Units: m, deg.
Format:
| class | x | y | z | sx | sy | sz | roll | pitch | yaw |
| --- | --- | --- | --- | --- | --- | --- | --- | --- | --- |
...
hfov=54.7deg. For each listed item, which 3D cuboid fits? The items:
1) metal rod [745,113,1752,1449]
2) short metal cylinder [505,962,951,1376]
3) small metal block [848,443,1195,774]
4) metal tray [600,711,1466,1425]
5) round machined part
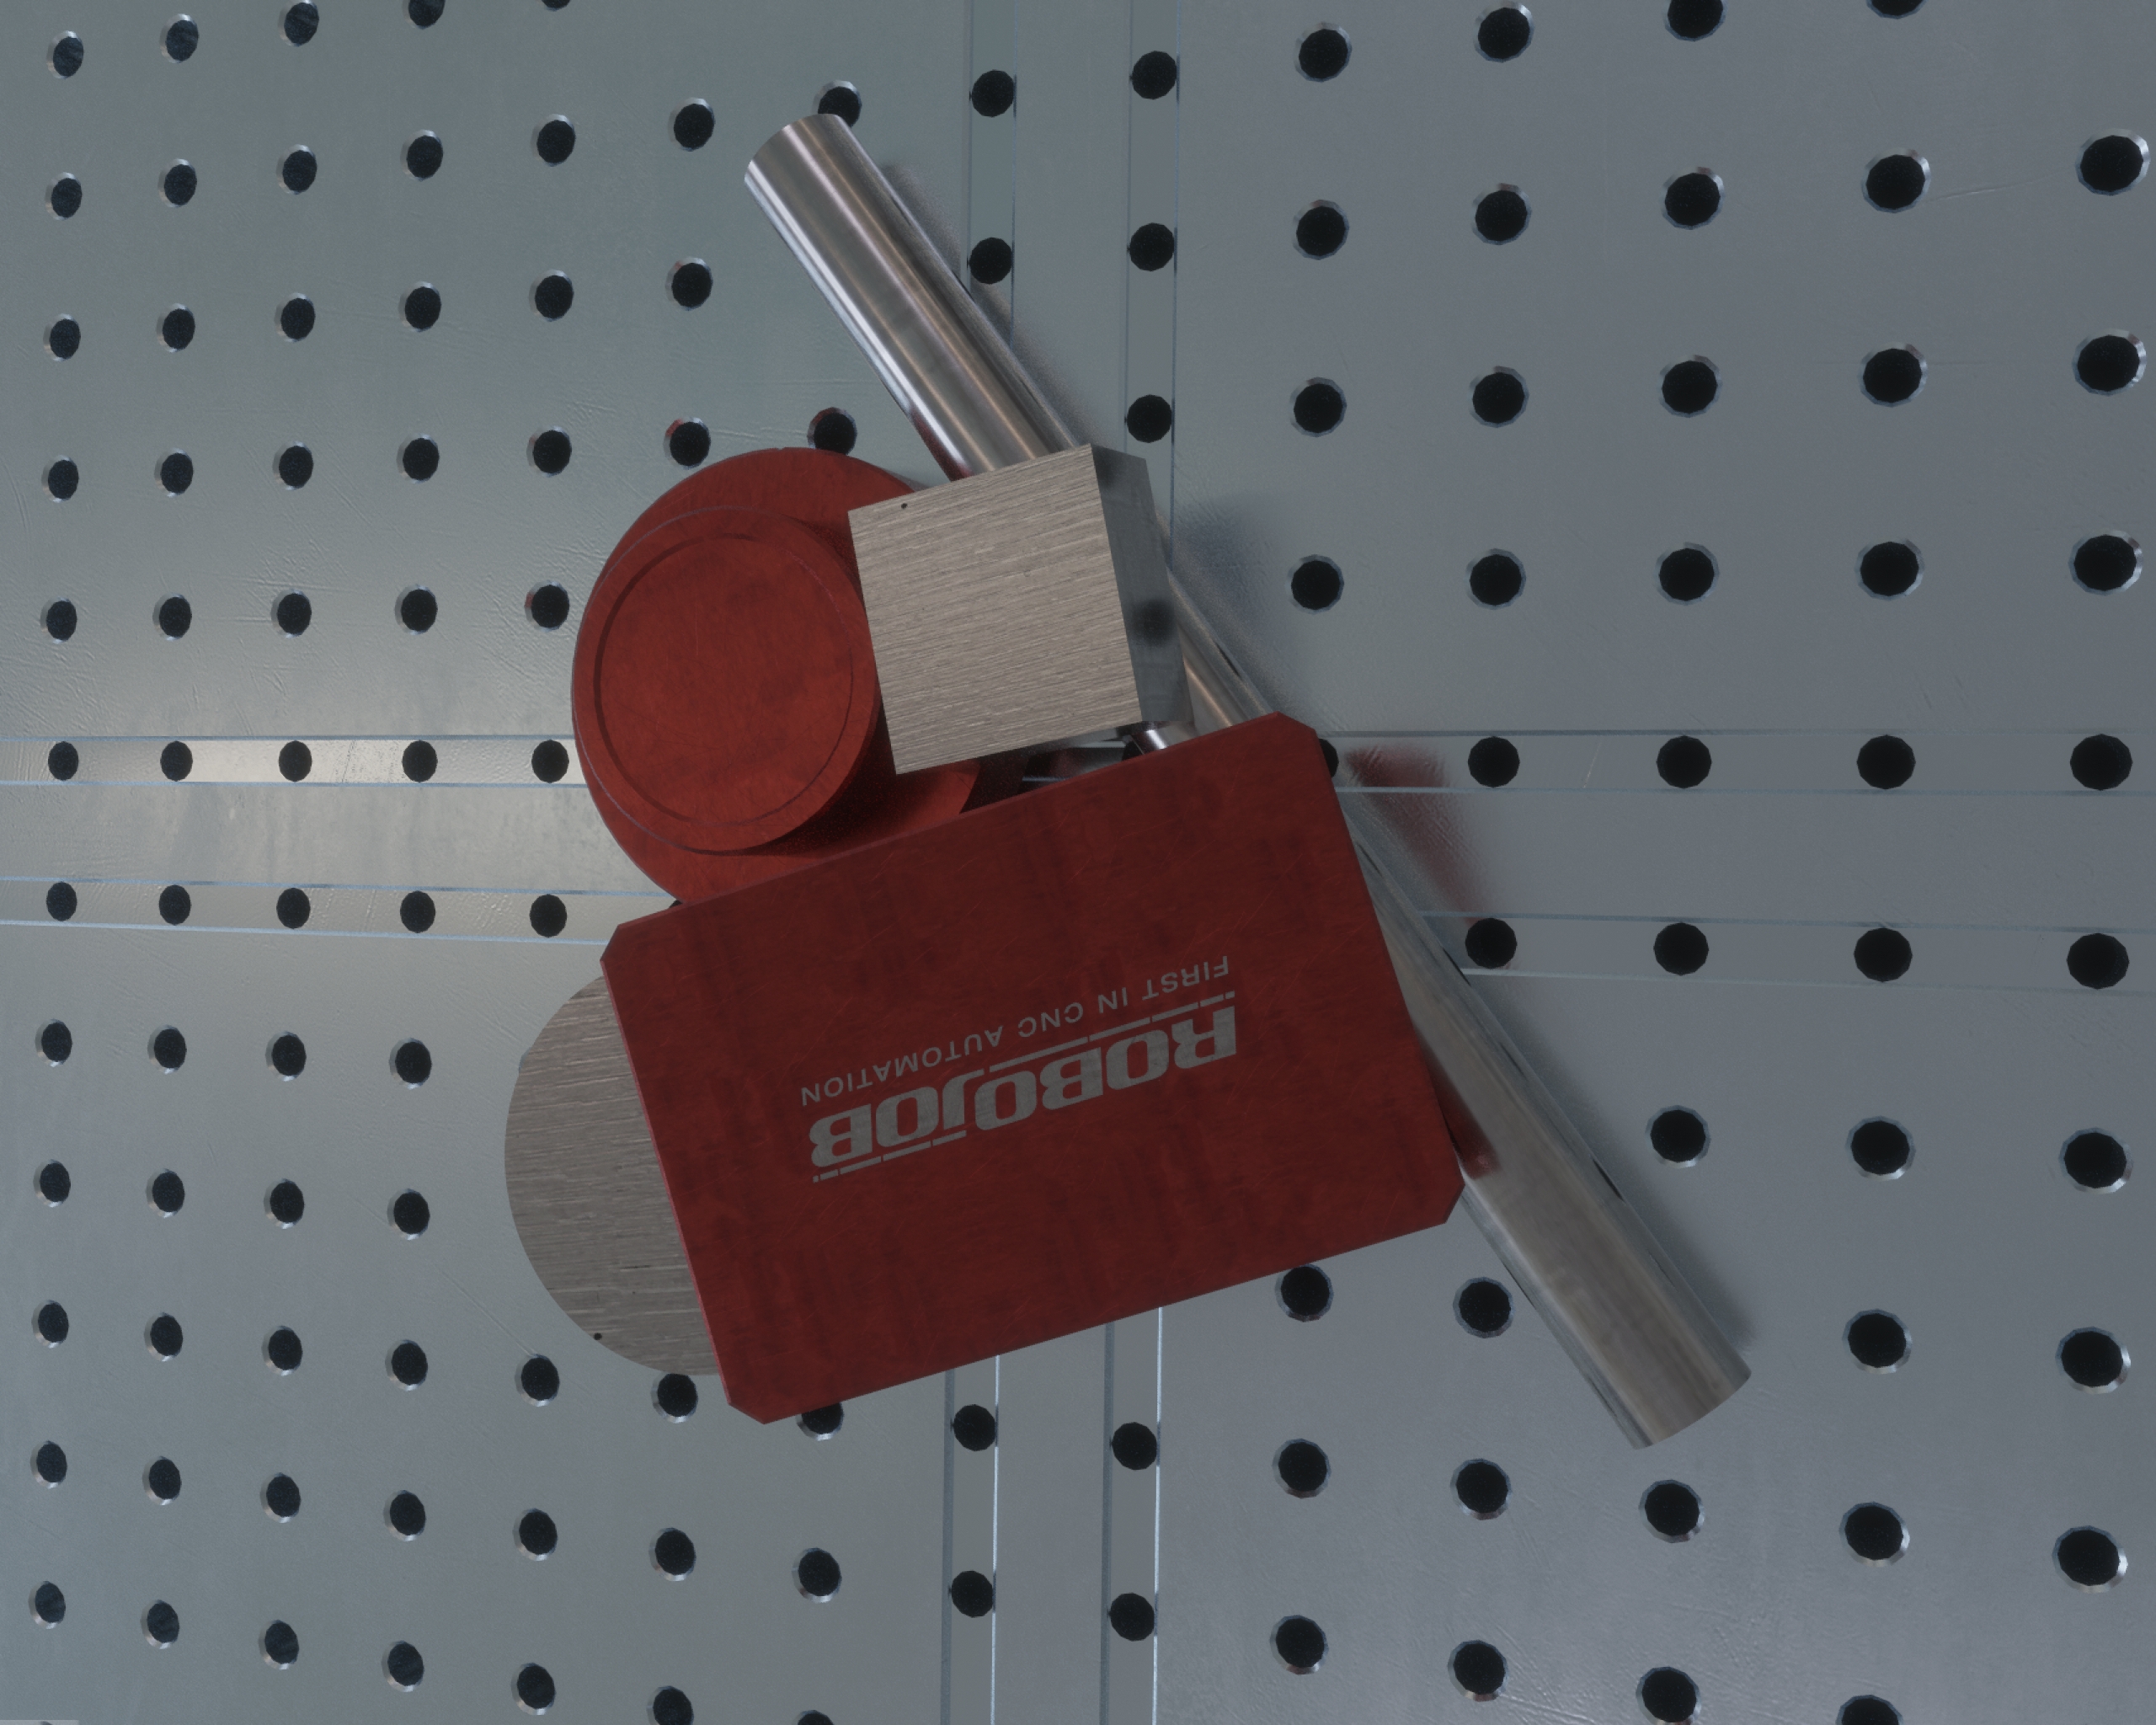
| class | x | y | z | sx | sy | sz | roll | pitch | yaw |
| --- | --- | --- | --- | --- | --- | --- | --- | --- | --- |
| metal rod | 0.026 | -0.024 | 0.400 | 0.025 | 0.025 | 0.299 | -38 | 78 | 16 |
| short metal cylinder | -0.066 | 0.057 | 0.418 | 0.080 | 0.050 | 0.079 | 0 | 90 | 20 |
| small metal block | -0.010 | -0.046 | 0.387 | 0.050 | 0.025 | 0.050 | -11 | 89 | 24 |
| metal tray | -0.008 | 0.036 | 0.368 | 0.131 | 0.030 | 0.090 | -18 | 84 | 6 |
| round machined part | -0.061 | -0.035 | 0.420 | 0.098 | 0.042 | 0.097 | 0 | 90 | 21 |
